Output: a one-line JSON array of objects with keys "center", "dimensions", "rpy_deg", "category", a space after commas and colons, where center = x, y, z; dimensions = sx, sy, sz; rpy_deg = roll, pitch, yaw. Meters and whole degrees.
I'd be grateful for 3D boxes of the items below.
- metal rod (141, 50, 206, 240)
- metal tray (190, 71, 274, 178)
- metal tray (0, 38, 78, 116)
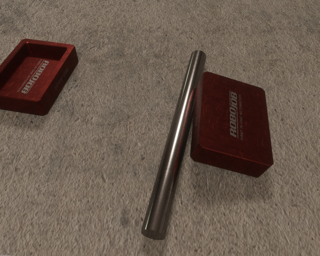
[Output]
[{"center": [0.028, -0.004, 0.406], "dimensions": [0.025, 0.025, 0.300], "rpy_deg": [11, 51, 8], "category": "metal rod"}, {"center": [0.090, -0.009, 0.394], "dimensions": [0.091, 0.030, 0.130], "rpy_deg": [16, 50, -7], "category": "metal tray"}, {"center": [-0.190, -0.080, 0.464], "dimensions": [0.090, 0.030, 0.130], "rpy_deg": [9, 50, 7], "category": "metal tray"}]
